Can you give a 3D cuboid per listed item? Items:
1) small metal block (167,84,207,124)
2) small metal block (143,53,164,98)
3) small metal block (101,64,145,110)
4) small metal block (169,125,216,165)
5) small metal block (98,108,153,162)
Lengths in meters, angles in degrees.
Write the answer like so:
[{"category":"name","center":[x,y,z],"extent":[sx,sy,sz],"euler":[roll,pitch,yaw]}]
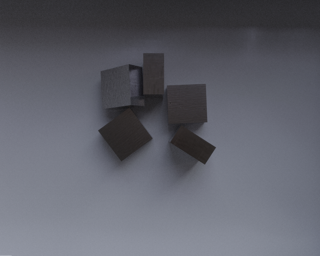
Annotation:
[{"category":"small metal block","center":[0.035,-0.031,0.412],"extent":[0.050,0.025,0.050],"euler":[-2,90,-1]},{"category":"small metal block","center":[-0.008,-0.066,0.399],"extent":[0.025,0.050,0.050],"euler":[0,90,0]},{"category":"small metal block","center":[-0.048,-0.051,0.397],"extent":[0.050,0.025,0.050],"euler":[-5,87,37]},{"category":"small metal block","center":[0.040,0.020,0.400],"extent":[0.050,0.050,0.025],"euler":[33,90,-1]},{"category":"small metal block","center":[-0.045,0.008,0.411],"extent":[0.050,0.025,0.050],"euler":[-37,91,0]}]
